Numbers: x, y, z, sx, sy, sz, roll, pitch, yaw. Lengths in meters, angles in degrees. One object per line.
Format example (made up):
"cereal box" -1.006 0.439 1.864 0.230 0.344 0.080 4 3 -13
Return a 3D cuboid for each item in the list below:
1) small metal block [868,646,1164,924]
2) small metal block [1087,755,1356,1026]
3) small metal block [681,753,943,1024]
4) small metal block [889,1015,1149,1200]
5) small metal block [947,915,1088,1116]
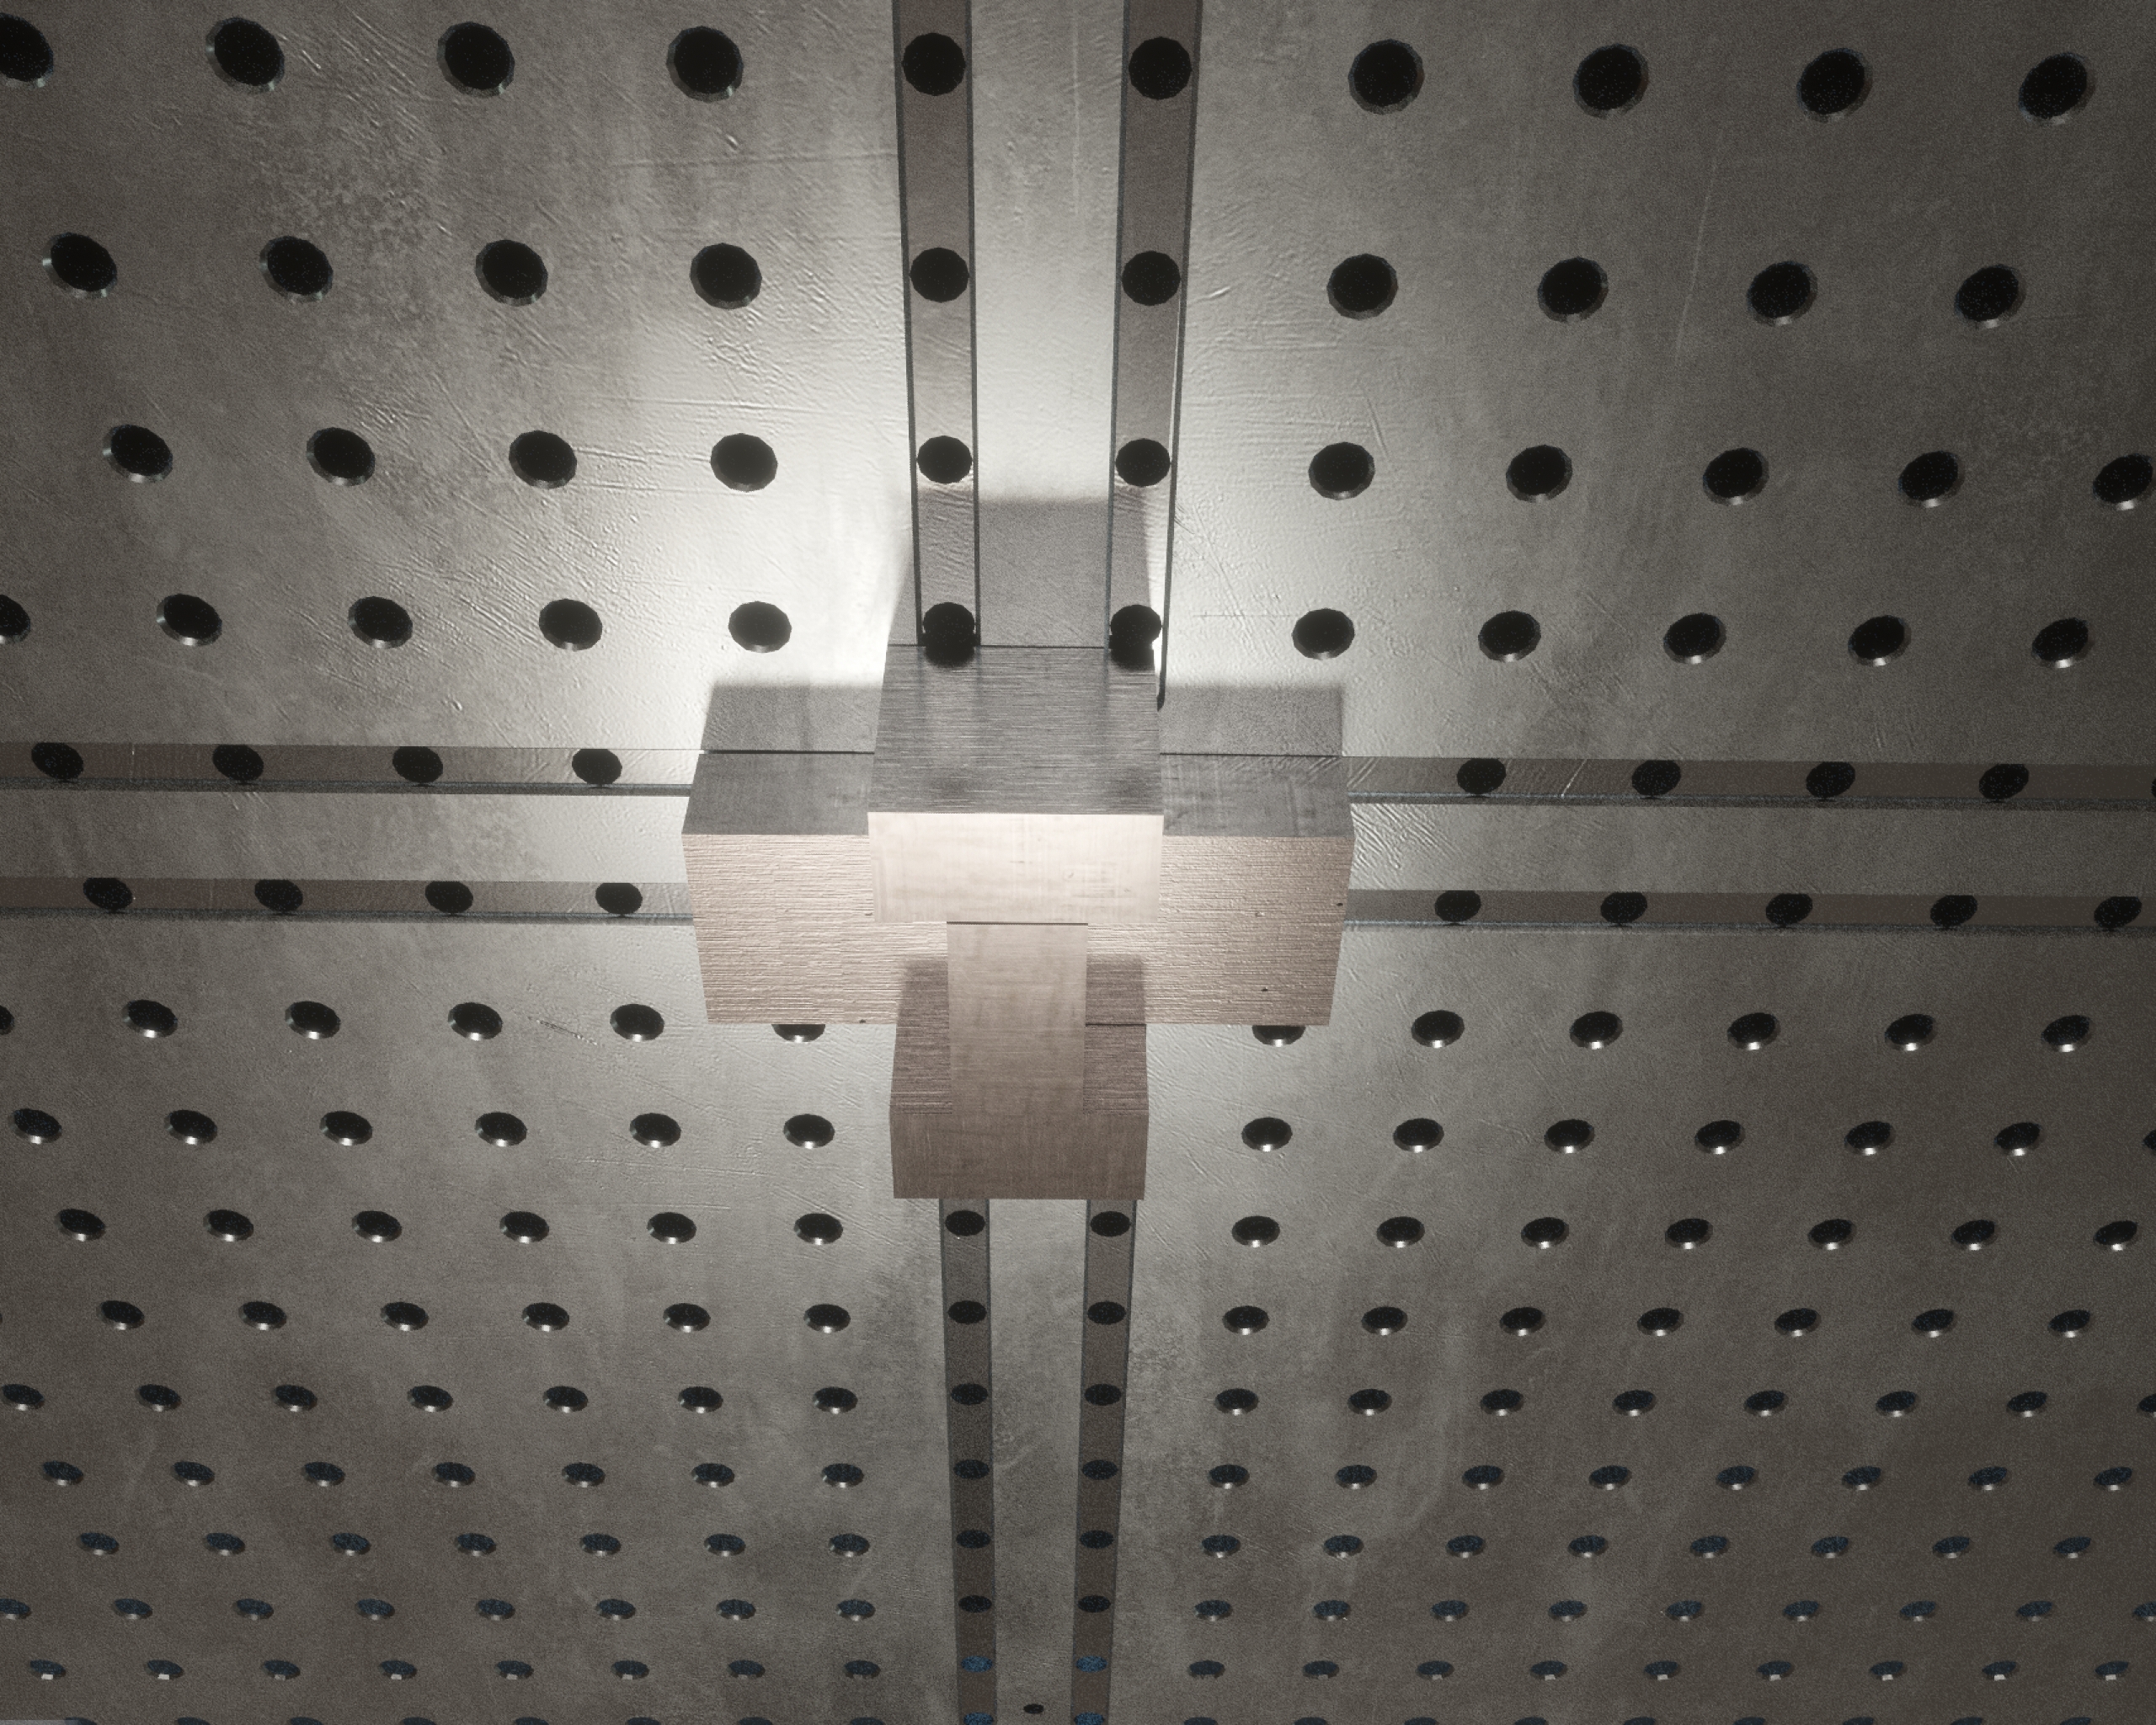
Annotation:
"small metal block" -0.011 -0.015 0.382 0.050 0.050 0.025 1 130 -1
"small metal block" 0.026 0.006 0.417 0.050 0.025 0.050 1 130 -1
"small metal block" -0.049 0.006 0.415 0.050 0.025 0.050 0 130 -1
"small metal block" -0.012 0.042 0.431 0.050 0.050 0.025 1 130 -1
"small metal block" -0.011 0.014 0.406 0.025 0.050 0.050 1 130 -1
